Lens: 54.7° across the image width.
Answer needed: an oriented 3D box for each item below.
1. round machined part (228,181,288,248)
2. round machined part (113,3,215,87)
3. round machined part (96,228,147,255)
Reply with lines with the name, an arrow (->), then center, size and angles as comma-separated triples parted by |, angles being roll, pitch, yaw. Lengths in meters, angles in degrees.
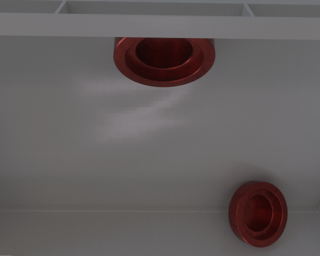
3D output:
round machined part -> 0.148, 0.133, 0.489 | 0.099, 0.098, 0.042 | 24, 167, -19
round machined part -> 0.004, -0.084, 0.310 | 0.099, 0.042, 0.098 | 0, 156, 0
round machined part -> -0.076, 0.240, 0.604 | 0.099, 0.042, 0.097 | 0, 130, 0
